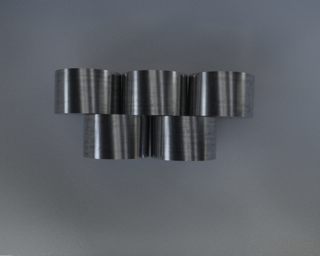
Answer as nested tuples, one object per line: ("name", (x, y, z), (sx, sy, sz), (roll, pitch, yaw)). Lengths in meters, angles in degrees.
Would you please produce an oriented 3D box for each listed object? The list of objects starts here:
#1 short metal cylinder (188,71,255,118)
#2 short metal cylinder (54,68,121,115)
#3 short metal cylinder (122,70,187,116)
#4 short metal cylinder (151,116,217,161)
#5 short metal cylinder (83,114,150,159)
("short metal cylinder", (0.074, -0.038, 0.383), (0.081, 0.080, 0.050), (2, 90, 0))
("short metal cylinder", (-0.088, -0.041, 0.381), (0.081, 0.080, 0.050), (1, 90, 0))
("short metal cylinder", (-0.007, -0.039, 0.382), (0.081, 0.080, 0.050), (1, 90, 0))
("short metal cylinder", (0.029, 0.011, 0.382), (0.081, 0.080, 0.050), (1, 90, 0))
("short metal cylinder", (-0.053, 0.009, 0.382), (0.081, 0.080, 0.050), (1, 90, 0))
